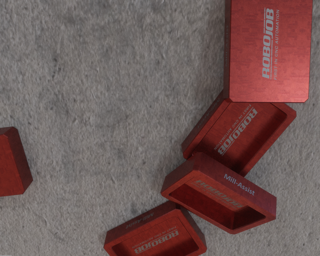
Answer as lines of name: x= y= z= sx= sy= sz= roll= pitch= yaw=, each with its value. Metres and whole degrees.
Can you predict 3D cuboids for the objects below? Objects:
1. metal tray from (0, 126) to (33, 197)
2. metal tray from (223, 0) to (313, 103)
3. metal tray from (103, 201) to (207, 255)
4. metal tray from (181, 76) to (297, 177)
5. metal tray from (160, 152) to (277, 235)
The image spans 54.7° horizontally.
metal tray: x=-0.253 y=0.051 z=0.423 sx=0.131 sy=0.030 sz=0.089 roll=-7 pitch=110 yaw=2
metal tray: x=0.122 y=-0.094 z=0.356 sx=0.091 sy=0.030 sz=0.129 roll=0 pitch=94 yaw=-1
metal tray: x=-0.007 y=0.173 z=0.470 sx=0.130 sy=0.030 sz=0.090 roll=-29 pitch=108 yaw=9
metal tray: x=0.101 y=0.004 z=0.410 sx=0.090 sy=0.030 sz=0.129 roll=32 pitch=107 yaw=-12
metal tray: x=0.078 y=0.093 z=0.419 sx=0.130 sy=0.030 sz=0.090 roll=31 pitch=138 yaw=-12
